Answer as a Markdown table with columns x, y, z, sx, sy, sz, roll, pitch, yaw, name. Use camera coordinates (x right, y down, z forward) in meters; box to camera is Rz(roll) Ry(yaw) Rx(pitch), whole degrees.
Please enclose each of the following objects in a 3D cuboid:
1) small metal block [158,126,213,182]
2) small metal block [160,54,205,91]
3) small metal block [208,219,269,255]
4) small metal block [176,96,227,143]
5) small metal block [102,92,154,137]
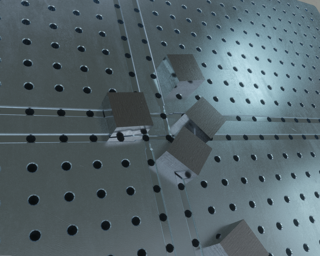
| x | y | z | sx | sy | sz | roll | pitch | yaw | name |
| --- | --- | --- | --- | --- | --- | --- | --- | --- | --- |
| 0.034 | 0.034 | 0.408 | 0.050 | 0.025 | 0.050 | 38 | 51 | -3 | small metal block |
| 0.035 | -0.087 | 0.482 | 0.050 | 0.025 | 0.050 | -9 | 67 | -33 | small metal block |
| 0.094 | 0.147 | 0.371 | 0.050 | 0.025 | 0.050 | -28 | 77 | -37 | small metal block |
| 0.061 | -0.010 | 0.449 | 0.050 | 0.025 | 0.050 | 45 | 51 | 2 | small metal block |
| -0.042 | -0.018 | 0.398 | 0.050 | 0.025 | 0.050 | -4 | 64 | -31 | small metal block |
